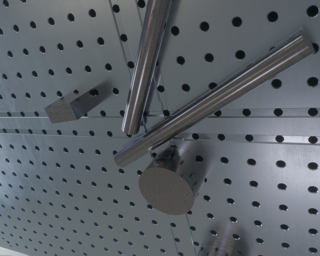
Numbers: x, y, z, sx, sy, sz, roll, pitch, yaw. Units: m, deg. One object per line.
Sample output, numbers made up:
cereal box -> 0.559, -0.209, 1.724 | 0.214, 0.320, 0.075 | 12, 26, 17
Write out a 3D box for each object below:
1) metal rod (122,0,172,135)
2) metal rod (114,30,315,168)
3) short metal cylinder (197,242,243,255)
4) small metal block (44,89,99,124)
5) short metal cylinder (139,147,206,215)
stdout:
metal rod -> -0.007, -0.112, 0.344 | 0.025, 0.025, 0.298 | 26, 128, 12
metal rod -> 0.039, -0.016, 0.380 | 0.299, 0.025, 0.025 | -33, 100, 38
short metal cylinder -> 0.092, 0.228, 0.488 | 0.080, 0.050, 0.079 | 13, 124, 20
small metal block -> -0.126, -0.031, 0.442 | 0.050, 0.050, 0.025 | -7, 115, 31
short metal cylinder -> 0.018, 0.073, 0.431 | 0.080, 0.050, 0.079 | 13, 124, 21
